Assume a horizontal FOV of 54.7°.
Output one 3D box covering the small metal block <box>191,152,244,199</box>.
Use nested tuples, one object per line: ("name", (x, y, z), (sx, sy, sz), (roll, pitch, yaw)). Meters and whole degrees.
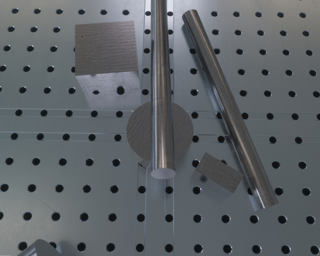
("small metal block", (0.068, 0.059, 0.377), (0.050, 0.050, 0.025), (31, 73, 10))

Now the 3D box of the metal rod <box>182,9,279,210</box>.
("metal rod", (0.089, -0.038, 0.426), (0.025, 0.025, 0.299), (-16, 71, -6))

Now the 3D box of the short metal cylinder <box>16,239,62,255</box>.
("short metal cylinder", (-0.126, 0.165, 0.321), (0.050, 0.080, 0.080), (-37, 75, -12))

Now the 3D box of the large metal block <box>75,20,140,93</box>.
("large metal block", (-0.072, -0.099, 0.434), (0.081, 0.050, 0.080), (-5, 70, -2))

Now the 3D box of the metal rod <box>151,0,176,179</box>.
("metal rod", (0.001, -0.076, 0.398), (0.025, 0.025, 0.300), (-1, 54, 0))

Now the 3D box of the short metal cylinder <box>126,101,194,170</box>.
("short metal cylinder", (0.000, 0.011, 0.394), (0.081, 0.050, 0.080), (0, 70, 0))
